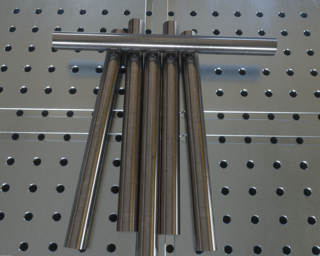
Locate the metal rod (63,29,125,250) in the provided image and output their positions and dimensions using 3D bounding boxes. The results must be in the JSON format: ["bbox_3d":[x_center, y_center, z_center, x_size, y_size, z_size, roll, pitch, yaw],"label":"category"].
[{"bbox_3d":[-0.080,0.000,0.410,0.025,0.025,0.299,7,70,2],"label":"metal rod"}]

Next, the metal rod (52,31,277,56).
[{"bbox_3d":[0.006,-0.116,0.428,0.302,0.025,0.025,2,70,0],"label":"metal rod"}]

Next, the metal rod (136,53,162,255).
[{"bbox_3d":[-0.013,0.035,0.399,0.025,0.025,0.299,1,70,0],"label":"metal rod"}]

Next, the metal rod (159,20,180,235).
[{"bbox_3d":[0.014,-0.014,0.418,0.025,0.025,0.299,1,70,0],"label":"metal rod"}]

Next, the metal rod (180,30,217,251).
[{"bbox_3d":[0.048,0.002,0.412,0.025,0.025,0.299,-2,70,-1],"label":"metal rod"}]

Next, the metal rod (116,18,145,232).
[{"bbox_3d":[-0.037,-0.018,0.418,0.025,0.025,0.299,1,70,0],"label":"metal rod"}]
